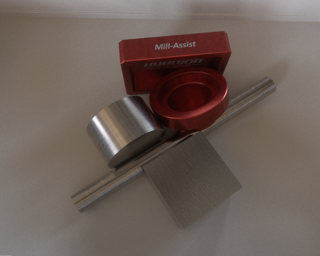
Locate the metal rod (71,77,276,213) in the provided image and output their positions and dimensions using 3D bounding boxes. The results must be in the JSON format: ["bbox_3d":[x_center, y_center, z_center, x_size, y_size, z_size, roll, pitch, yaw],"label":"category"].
[{"bbox_3d":[0.026,0.016,0.403,0.301,0.025,0.025,-31,73,-11],"label":"metal rod"}]

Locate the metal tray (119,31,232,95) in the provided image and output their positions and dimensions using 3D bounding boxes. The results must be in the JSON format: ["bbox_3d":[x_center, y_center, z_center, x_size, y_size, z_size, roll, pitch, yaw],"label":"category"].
[{"bbox_3d":[0.017,-0.081,0.402,0.131,0.090,0.030,-6,71,-3],"label":"metal tray"}]

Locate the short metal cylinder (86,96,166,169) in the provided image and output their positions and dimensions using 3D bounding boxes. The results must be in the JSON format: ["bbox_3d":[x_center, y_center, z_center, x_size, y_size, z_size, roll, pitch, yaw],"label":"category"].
[{"bbox_3d":[-0.041,0.006,0.376,0.080,0.080,0.050,-32,74,-11],"label":"short metal cylinder"}]

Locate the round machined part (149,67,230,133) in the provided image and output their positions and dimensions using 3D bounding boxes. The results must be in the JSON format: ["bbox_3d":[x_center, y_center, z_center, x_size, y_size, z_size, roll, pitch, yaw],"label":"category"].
[{"bbox_3d":[0.039,-0.032,0.396,0.098,0.042,0.098,-10,44,10],"label":"round machined part"}]

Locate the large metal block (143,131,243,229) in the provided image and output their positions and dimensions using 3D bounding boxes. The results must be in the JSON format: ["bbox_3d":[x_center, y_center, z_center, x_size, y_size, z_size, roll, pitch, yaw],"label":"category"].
[{"bbox_3d":[0.036,0.063,0.371,0.080,0.050,0.080,-31,73,-11],"label":"large metal block"}]
